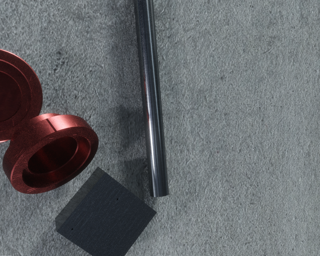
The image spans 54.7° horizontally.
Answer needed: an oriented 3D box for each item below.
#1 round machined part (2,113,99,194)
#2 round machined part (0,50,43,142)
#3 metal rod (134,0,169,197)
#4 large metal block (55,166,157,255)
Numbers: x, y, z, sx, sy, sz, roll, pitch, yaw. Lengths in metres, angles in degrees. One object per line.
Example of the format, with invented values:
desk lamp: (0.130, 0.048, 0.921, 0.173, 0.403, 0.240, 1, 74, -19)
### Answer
round machined part: (-0.120, 0.022, 0.337, 0.098, 0.098, 0.042, -36, 63, -17)
round machined part: (-0.179, -0.033, 0.334, 0.099, 0.042, 0.097, 0, 90, -21)
metal rod: (-0.013, -0.060, 0.405, 0.025, 0.025, 0.298, -5, 92, -20)
large metal block: (-0.066, 0.105, 0.372, 0.080, 0.050, 0.080, 42, 77, -16)
